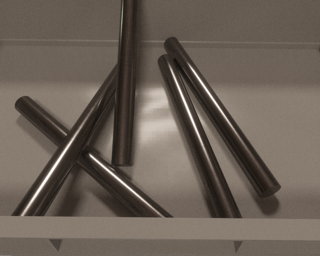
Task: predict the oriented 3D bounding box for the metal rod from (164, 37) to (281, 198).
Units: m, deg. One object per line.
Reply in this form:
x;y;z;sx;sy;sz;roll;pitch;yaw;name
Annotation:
0.071;-0.036;0.436;0.025;0.025;0.300;-16;52;-13;metal rod

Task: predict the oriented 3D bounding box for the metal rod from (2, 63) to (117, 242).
-0.089;-0.004;0.378;0.025;0.025;0.301;11;42;8;metal rod

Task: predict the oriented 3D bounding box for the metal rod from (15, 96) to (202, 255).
-0.078;0.044;0.367;0.300;0.025;0.025;35;58;25;metal rod

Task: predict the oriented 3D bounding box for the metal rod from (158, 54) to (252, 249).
0.044;0.003;0.402;0.025;0.025;0.300;-10;51;-9;metal rod

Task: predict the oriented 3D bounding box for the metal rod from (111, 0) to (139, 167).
-0.042;-0.100;0.407;0.025;0.025;0.299;1;76;0;metal rod
